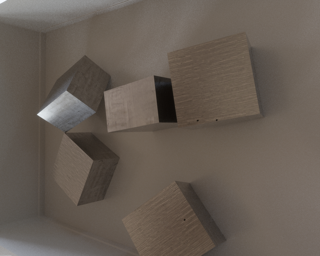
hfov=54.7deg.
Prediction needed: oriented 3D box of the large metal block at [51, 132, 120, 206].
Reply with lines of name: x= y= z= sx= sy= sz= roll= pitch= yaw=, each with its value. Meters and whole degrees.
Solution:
large metal block: x=-0.119 y=0.061 z=0.486 sx=0.080 sy=0.050 sz=0.079 roll=35 pitch=112 yaw=34

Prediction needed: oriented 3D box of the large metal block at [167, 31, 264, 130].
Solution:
large metal block: x=0.059 y=-0.045 z=0.326 sx=0.080 sy=0.050 sz=0.080 roll=-11 pitch=83 yaw=22

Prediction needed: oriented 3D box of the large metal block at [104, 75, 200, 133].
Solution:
large metal block: x=-0.008 y=-0.025 z=0.376 sx=0.080 sy=0.081 sz=0.050 roll=-10 pitch=84 yaw=39

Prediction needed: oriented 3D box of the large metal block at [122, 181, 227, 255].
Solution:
large metal block: x=0.016 y=0.119 z=0.360 sx=0.080 sy=0.050 sz=0.080 roll=-39 pitch=65 yaw=12

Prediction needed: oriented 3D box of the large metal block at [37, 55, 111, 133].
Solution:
large metal block: x=-0.129 y=-0.051 z=0.469 sx=0.080 sy=0.050 sz=0.080 roll=-28 pitch=36 yaw=36
